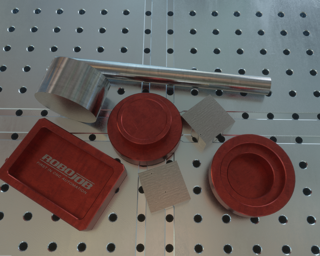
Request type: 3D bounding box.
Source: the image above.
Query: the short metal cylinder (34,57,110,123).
[{"bbox_3d":[-0.111,-0.047,0.399,0.080,0.080,0.050,17,71,6],"label":"short metal cylinder"}]

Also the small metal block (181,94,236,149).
[{"bbox_3d":[0.063,-0.008,0.415,0.050,0.025,0.050,-36,74,-12],"label":"small metal block"}]

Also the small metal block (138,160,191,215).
[{"bbox_3d":[0.005,0.074,0.385,0.050,0.025,0.050,-18,71,-7],"label":"small metal block"}]

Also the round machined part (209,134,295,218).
[{"bbox_3d":[0.109,0.060,0.381,0.099,0.042,0.098,0,70,0],"label":"round machined part"}]

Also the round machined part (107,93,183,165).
[{"bbox_3d":[-0.020,-0.004,0.403,0.099,0.042,0.098,0,67,0],"label":"round machined part"}]

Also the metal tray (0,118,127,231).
[{"bbox_3d":[-0.119,0.056,0.387,0.130,0.030,0.090,29,73,10],"label":"metal tray"}]

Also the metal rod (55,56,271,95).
[{"bbox_3d":[0.002,-0.075,0.438,0.302,0.025,0.025,6,70,2],"label":"metal rod"}]
